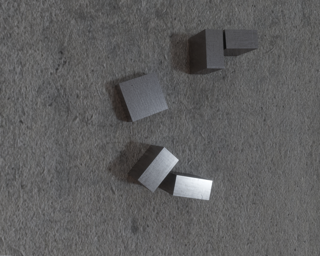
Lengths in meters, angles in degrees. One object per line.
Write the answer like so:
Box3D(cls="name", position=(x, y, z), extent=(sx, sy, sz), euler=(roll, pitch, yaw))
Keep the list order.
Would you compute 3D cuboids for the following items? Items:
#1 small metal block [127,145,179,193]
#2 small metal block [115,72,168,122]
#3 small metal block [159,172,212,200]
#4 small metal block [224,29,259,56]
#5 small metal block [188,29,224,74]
Box3D(cls="small metal block", position=(-0.010, 0.050, 0.392), extent=(0.025, 0.050, 0.050), euler=(43, 77, -15))
Box3D(cls="small metal block", position=(-0.024, -0.040, 0.400), extent=(0.050, 0.025, 0.050), euler=(-22, 98, -19))
Box3D(cls="small metal block", position=(0.033, 0.074, 0.408), extent=(0.050, 0.050, 0.025), euler=(12, 86, -20))
Box3D(cls="small metal block", position=(0.100, -0.118, 0.432), extent=(0.050, 0.050, 0.025), euler=(-6, 92, -20))
Box3D(cls="small metal block", position=(0.062, -0.101, 0.418), extent=(0.025, 0.050, 0.050), euler=(-3, 91, -20))
